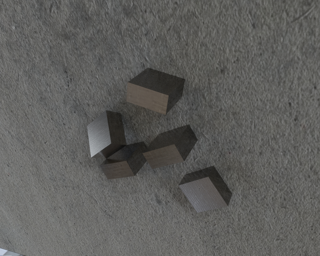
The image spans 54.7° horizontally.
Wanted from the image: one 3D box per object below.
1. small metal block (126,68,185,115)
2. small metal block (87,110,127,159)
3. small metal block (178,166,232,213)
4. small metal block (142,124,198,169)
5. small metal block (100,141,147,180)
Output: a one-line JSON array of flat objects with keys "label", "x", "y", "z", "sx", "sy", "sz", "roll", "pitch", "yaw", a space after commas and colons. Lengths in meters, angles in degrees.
[{"label": "small metal block", "x": -0.004, "y": -0.045, "z": 0.365, "sx": 0.050, "sy": 0.050, "sz": 0.025, "roll": 20, "pitch": 126, "yaw": 16}, {"label": "small metal block", "x": -0.076, "y": 0.010, "z": 0.436, "sx": 0.050, "sy": 0.025, "sz": 0.050, "roll": -33, "pitch": 59, "yaw": 38}, {"label": "small metal block", "x": 0.063, "y": 0.085, "z": 0.427, "sx": 0.050, "sy": 0.025, "sz": 0.050, "roll": -25, "pitch": 105, "yaw": 37}, {"label": "small metal block", "x": 0.014, "y": 0.024, "z": 0.398, "sx": 0.050, "sy": 0.050, "sz": 0.025, "roll": -18, "pitch": 109, "yaw": 35}, {"label": "small metal block", "x": -0.049, "y": 0.047, "z": 0.445, "sx": 0.050, "sy": 0.050, "sz": 0.025, "roll": -13, "pitch": 112, "yaw": 33}]
